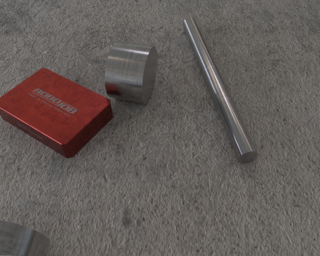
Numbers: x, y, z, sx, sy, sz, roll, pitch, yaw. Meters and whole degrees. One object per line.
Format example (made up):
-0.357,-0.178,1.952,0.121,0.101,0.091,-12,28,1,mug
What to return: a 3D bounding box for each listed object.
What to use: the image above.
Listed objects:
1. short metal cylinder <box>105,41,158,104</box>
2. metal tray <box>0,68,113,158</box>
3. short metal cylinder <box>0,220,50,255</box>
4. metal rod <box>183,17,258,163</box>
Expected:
-0.038,-0.077,0.432,0.050,0.080,0.080,11,51,9,short metal cylinder
-0.142,-0.025,0.420,0.130,0.030,0.090,27,55,20,metal tray
-0.143,0.119,0.267,0.080,0.080,0.050,3,50,2,short metal cylinder
0.080,-0.077,0.468,0.025,0.025,0.300,-8,50,-7,metal rod
